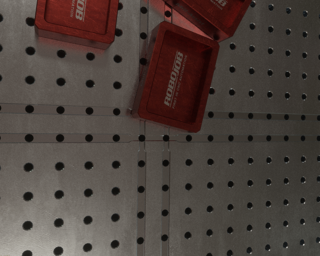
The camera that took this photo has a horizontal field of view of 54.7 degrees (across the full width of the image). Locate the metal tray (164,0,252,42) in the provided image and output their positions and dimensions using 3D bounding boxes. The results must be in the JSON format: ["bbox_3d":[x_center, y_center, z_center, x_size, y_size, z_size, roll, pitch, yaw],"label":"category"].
[{"bbox_3d":[0.063,-0.195,0.434,0.130,0.030,0.090,32,79,-18],"label":"metal tray"}]

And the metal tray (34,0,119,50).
[{"bbox_3d":[-0.096,-0.170,0.374,0.091,0.030,0.129,7,88,-20],"label":"metal tray"}]

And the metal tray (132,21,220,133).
[{"bbox_3d":[0.022,-0.066,0.419,0.091,0.030,0.129,15,85,-20],"label":"metal tray"}]
